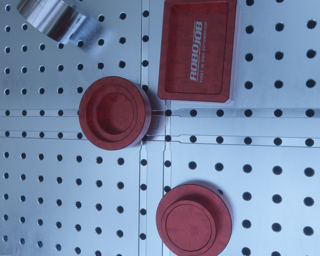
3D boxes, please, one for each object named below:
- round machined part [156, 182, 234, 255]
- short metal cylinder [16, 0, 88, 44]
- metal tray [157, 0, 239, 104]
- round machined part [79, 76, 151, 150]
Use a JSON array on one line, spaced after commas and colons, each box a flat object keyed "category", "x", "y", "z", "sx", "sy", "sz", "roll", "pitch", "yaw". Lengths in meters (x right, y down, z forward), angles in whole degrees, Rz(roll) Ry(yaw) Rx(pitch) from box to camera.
[{"category": "round machined part", "x": 0.040, "y": 0.119, "z": 0.389, "sx": 0.098, "sy": 0.042, "sz": 0.097, "roll": 0, "pitch": 90, "yaw": 19}, {"category": "short metal cylinder", "x": -0.149, "y": -0.164, "z": 0.435, "sx": 0.080, "sy": 0.080, "sz": 0.050, "roll": 46, "pitch": 104, "yaw": 14}, {"category": "metal tray", "x": 0.048, "y": -0.098, "z": 0.392, "sx": 0.090, "sy": 0.030, "sz": 0.129, "roll": 5, "pitch": 92, "yaw": 19}, {"category": "round machined part", "x": -0.057, "y": -0.019, "z": 0.423, "sx": 0.098, "sy": 0.042, "sz": 0.097, "roll": 0, "pitch": 90, "yaw": 19}]
